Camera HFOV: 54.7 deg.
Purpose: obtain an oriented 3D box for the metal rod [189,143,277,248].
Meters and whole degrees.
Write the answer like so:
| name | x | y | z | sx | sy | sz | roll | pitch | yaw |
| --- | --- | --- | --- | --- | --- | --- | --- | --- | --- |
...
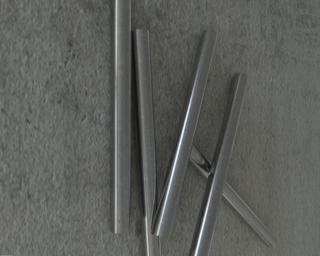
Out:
| name | x | y | z | sx | sy | sz | roll | pitch | yaw |
| --- | --- | --- | --- | --- | --- | --- | --- | --- | --- |
| metal rod | 0.120 | 0.118 | 0.508 | 0.300 | 0.025 | 0.025 | 47 | 62 | -30 |

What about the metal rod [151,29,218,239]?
| name | x | y | z | sx | sy | sz | roll | pitch | yaw |
| --- | --- | --- | --- | --- | --- | --- | --- | --- | --- |
| metal rod | 0.038 | -0.006 | 0.421 | 0.025 | 0.025 | 0.299 | 31 | 65 | -36 |

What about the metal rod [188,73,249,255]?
| name | x | y | z | sx | sy | sz | roll | pitch | yaw |
| --- | --- | --- | --- | --- | --- | --- | --- | --- | --- |
| metal rod | 0.092 | 0.040 | 0.455 | 0.025 | 0.025 | 0.300 | 40 | 57 | -33 |

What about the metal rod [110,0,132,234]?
| name | x | y | z | sx | sy | sz | roll | pitch | yaw |
| --- | --- | --- | --- | --- | --- | --- | --- | --- | --- |
| metal rod | -0.046 | -0.028 | 0.367 | 0.025 | 0.025 | 0.298 | 0 | 90 | -40 |

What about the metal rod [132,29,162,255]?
| name | x | y | z | sx | sy | sz | roll | pitch | yaw |
| --- | --- | --- | --- | --- | --- | --- | --- | --- | --- |
| metal rod | -0.017 | 0.029 | 0.391 | 0.025 | 0.025 | 0.298 | -6 | 94 | -40 |
